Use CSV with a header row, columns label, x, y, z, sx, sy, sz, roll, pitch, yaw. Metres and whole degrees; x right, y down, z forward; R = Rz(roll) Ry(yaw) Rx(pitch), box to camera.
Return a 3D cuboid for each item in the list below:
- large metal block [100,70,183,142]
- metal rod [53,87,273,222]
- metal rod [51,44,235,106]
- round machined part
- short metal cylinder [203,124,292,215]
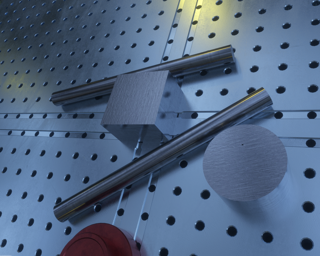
label,x,y,z,sx,sy,sz,roll,pitch,yaw
large metal block,-0.023,-0.028,0.420,0.080,0.050,0.080,0,62,28
metal rod,-0.002,0.037,0.385,0.300,0.025,0.025,-30,52,8
metal rod,-0.039,-0.075,0.472,0.301,0.025,0.025,-11,57,22
round machined part,-0.074,0.154,0.340,0.098,0.042,0.098,-13,56,20
short metal cylinder,0.090,0.043,0.318,0.080,0.050,0.080,-13,56,20
